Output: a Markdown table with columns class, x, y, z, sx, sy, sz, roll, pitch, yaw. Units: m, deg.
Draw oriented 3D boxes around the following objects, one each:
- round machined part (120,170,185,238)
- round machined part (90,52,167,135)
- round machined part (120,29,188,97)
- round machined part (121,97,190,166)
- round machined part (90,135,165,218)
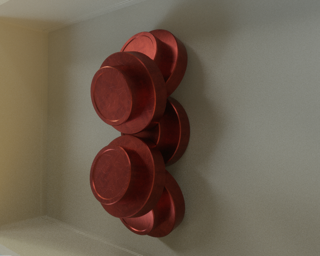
| class | x | y | z | sx | sy | sz | roll | pitch | yaw |
| --- | --- | --- | --- | --- | --- | --- | --- | --- | --- |
| round machined part | -0.020 | 0.095 | 0.393 | 0.098 | 0.042 | 0.097 | 15 | 114 | 36 |
| round machined part | -0.044 | -0.039 | 0.363 | 0.098 | 0.042 | 0.097 | 12 | 110 | 37 |
| round machined part | -0.017 | -0.082 | 0.394 | 0.098 | 0.042 | 0.098 | -15 | 65 | 35 |
| round machined part | -0.013 | 0.004 | 0.405 | 0.098 | 0.042 | 0.097 | -1 | 88 | 40 |
| round machined part | -0.045 | 0.055 | 0.364 | 0.098 | 0.042 | 0.098 | -11 | 72 | 37 |
